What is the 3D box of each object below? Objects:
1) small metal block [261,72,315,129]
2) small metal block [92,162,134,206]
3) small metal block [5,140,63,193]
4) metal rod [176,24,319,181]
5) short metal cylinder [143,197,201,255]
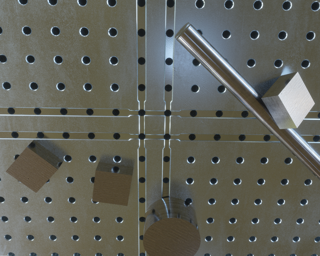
[{"bbox_3d":[0.162,-0.034,0.390,0.050,0.025,0.050,-45,109,-26],"label":"small metal block"},{"bbox_3d":[-0.067,0.080,0.442,0.050,0.025,0.050,9,110,-4],"label":"small metal block"},{"bbox_3d":[-0.174,0.053,0.431,0.050,0.025,0.050,41,105,-14],"label":"small metal block"},{"bbox_3d":[0.138,-0.020,0.408,0.300,0.025,0.025,41,105,-14],"label":"metal rod"},{"bbox_3d":[0.017,0.150,0.456,0.081,0.050,0.079,0,110,-1],"label":"short metal cylinder"}]
